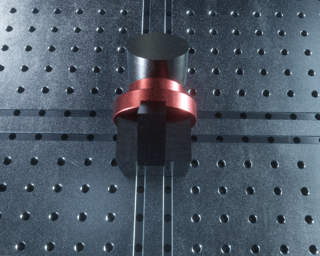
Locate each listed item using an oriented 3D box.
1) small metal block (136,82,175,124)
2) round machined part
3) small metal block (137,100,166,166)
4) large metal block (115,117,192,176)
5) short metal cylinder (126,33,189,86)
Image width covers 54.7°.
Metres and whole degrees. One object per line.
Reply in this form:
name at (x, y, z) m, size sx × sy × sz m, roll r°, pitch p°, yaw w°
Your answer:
small metal block at (-0.006, -0.034, 0.423) m, size 0.050 × 0.025 × 0.050 m, roll 1°, pitch 70°, yaw 0°
round machined part at (-0.006, -0.026, 0.371) m, size 0.099 × 0.098 × 0.042 m, roll 1°, pitch 70°, yaw 0°
small metal block at (-0.008, 0.003, 0.301) m, size 0.025 × 0.050 × 0.050 m, roll 1°, pitch 108°, yaw 0°
large metal block at (-0.007, 0.025, 0.372) m, size 0.081 × 0.080 × 0.050 m, roll 1°, pitch 70°, yaw 0°
short metal cylinder at (-0.003, -0.087, 0.412) m, size 0.081 × 0.050 × 0.080 m, roll 1°, pitch 40°, yaw -1°
